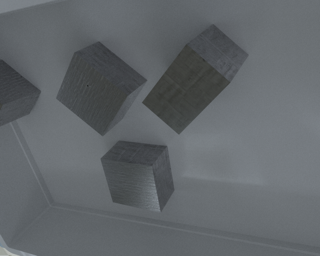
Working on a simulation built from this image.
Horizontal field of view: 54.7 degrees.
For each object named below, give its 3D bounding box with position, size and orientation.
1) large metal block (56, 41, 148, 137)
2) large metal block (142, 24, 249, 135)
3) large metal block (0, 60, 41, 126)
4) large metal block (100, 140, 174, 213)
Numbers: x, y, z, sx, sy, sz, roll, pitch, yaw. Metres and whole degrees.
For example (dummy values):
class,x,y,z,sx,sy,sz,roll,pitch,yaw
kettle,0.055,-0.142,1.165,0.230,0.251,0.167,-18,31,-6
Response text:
class,x,y,z,sx,sy,sz,roll,pitch,yaw
large metal block,-0.077,-0.050,0.402,0.080,0.050,0.080,39,129,1
large metal block,0.038,-0.052,0.321,0.050,0.080,0.080,41,129,0
large metal block,-0.244,-0.052,0.464,0.080,0.080,0.050,39,117,1
large metal block,-0.030,0.069,0.451,0.080,0.050,0.079,5,121,25
